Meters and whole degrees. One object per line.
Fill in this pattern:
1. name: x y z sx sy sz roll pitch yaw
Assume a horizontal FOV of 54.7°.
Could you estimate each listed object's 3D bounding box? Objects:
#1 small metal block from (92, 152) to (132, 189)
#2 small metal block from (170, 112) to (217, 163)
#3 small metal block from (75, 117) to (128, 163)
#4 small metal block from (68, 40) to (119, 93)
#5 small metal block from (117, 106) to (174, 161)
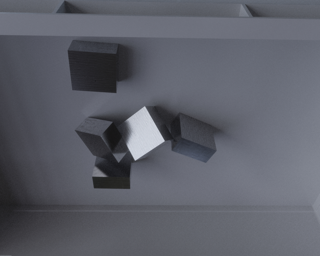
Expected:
1. small metal block: -0.066 0.059 0.442 0.050 0.050 0.025 2 130 -2
2. small metal block: 0.042 0.012 0.404 0.050 0.050 0.025 21 127 -17
3. small metal block: -0.075 0.015 0.405 0.050 0.025 0.050 10 140 37
4. small metal block: -0.073 -0.069 0.350 0.050 0.025 0.050 3 130 -4
5. small metal block: -0.019 0.006 0.396 0.050 0.025 0.050 -35 78 25
